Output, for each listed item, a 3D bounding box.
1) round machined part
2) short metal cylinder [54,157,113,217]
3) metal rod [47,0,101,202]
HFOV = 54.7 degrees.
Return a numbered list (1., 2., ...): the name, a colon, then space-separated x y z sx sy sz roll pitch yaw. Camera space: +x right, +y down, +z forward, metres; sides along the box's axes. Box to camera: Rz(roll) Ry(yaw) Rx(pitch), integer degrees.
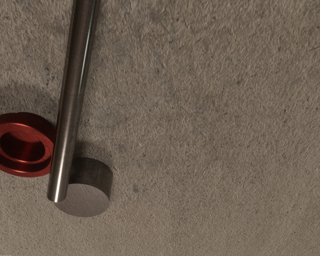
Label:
1. round machined part: -0.178 0.018 0.409 0.099 0.042 0.097 -1 130 0
2. short metal cylinder: -0.114 0.090 0.466 0.081 0.050 0.079 0 130 0
3. metal rod: -0.098 -0.034 0.344 0.025 0.025 0.298 12 119 -11
